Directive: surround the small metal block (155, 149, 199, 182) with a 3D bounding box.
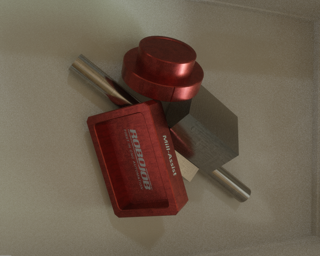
[{"bbox_3d":[0.017,0.042,0.403,0.050,0.050,0.025,40,77,-16],"label":"small metal block"}]

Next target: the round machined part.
[{"bbox_3d":[0.006,-0.077,0.371,0.099,0.098,0.042,-2,131,-20],"label":"round machined part"}]

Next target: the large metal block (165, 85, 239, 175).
[{"bbox_3d":[0.053,-0.002,0.396,0.080,0.050,0.080,39,35,-16],"label":"large metal block"}]

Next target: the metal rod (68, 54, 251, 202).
[{"bbox_3d":[0.011,0.010,0.414,0.301,0.025,0.025,38,78,-16],"label":"metal rod"}]

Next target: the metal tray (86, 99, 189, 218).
[{"bbox_3d":[-0.027,0.038,0.367,0.030,0.090,0.129,-26,102,-60],"label":"metal tray"}]
